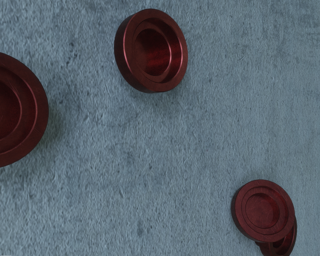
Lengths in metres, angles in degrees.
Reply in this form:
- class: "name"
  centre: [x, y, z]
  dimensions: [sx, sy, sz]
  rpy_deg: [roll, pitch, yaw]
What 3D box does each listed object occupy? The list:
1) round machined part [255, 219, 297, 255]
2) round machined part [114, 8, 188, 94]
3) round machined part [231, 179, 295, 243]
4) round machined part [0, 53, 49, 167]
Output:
- class: "round machined part"
  centre: [0.208, 0.189, 0.568]
  dimensions: [0.099, 0.042, 0.097]
  rpy_deg: [0, 90, -40]
- class: "round machined part"
  centre: [-0.015, -0.091, 0.381]
  dimensions: [0.099, 0.042, 0.097]
  rpy_deg: [0, 90, -40]
- class: "round machined part"
  centre: [0.165, 0.138, 0.511]
  dimensions: [0.099, 0.042, 0.098]
  rpy_deg: [2, 68, -5]
- class: "round machined part"
  centre: [-0.152, -0.015, 0.266]
  dimensions: [0.099, 0.042, 0.097]
  rpy_deg: [0, 90, -40]
